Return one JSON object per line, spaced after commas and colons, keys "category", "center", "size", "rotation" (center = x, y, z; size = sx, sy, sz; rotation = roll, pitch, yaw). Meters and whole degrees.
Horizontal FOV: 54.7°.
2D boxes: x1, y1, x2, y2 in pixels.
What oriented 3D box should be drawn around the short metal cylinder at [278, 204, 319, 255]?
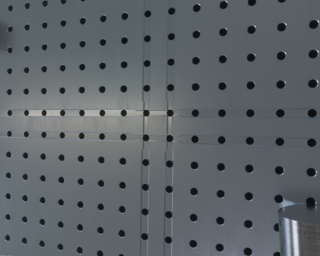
{"category": "short metal cylinder", "center": [0.168, 0.114, 0.324], "size": [0.080, 0.080, 0.050], "rotation": [-3, 89, 20]}
